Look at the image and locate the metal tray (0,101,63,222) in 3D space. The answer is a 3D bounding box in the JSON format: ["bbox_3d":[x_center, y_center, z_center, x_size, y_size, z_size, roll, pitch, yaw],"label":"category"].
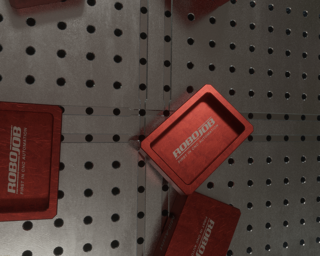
[{"bbox_3d":[-0.161,0.037,0.350,0.091,0.030,0.129,3,89,-21],"label":"metal tray"}]

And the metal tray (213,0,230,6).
[{"bbox_3d":[0.066,-0.230,0.401,0.030,0.090,0.130,-43,104,-5],"label":"metal tray"}]

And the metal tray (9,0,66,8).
[{"bbox_3d":[-0.146,-0.214,0.355,0.091,0.030,0.129,-19,97,-19],"label":"metal tray"}]

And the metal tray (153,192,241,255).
[{"bbox_3d":[0.049,0.158,0.430,0.090,0.030,0.130,25,82,-19],"label":"metal tray"}]

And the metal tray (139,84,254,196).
[{"bbox_3d":[0.048,0.015,0.413,0.130,0.030,0.090,-42,83,-16],"label":"metal tray"}]
